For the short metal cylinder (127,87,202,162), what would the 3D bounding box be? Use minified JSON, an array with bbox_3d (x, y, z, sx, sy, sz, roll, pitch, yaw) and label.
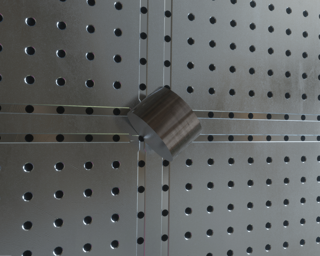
[{"bbox_3d":[0.005,-0.005,0.386,0.050,0.080,0.080,-42,104,-15],"label":"short metal cylinder"}]
